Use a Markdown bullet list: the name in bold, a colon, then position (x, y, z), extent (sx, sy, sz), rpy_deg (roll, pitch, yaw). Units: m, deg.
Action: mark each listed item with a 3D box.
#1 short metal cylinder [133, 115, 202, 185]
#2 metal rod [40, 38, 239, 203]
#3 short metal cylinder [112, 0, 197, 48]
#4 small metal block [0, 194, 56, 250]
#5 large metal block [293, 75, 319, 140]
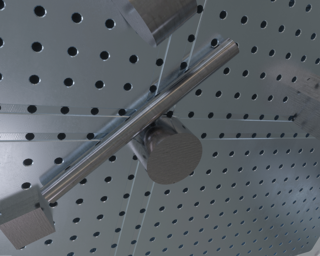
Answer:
- **short metal cylinder**: position (0.010, 0.029, 0.419), extent (0.081, 0.050, 0.079), rpy_deg (-14, 124, -21)
- **metal rod**: position (-0.024, -0.011, 0.391), extent (0.300, 0.025, 0.025), rpy_deg (-39, 130, -2)
- **short metal cylinder**: position (-0.010, -0.124, 0.293), extent (0.050, 0.080, 0.080), rpy_deg (-41, 130, -1)
- **small metal block**: position (-0.168, 0.119, 0.393), extent (0.050, 0.025, 0.050), rpy_deg (-23, 127, -15)
- **large metal block**: position (0.267, -0.028, 0.505), extent (0.050, 0.080, 0.080), rpy_deg (-29, 128, -10)
